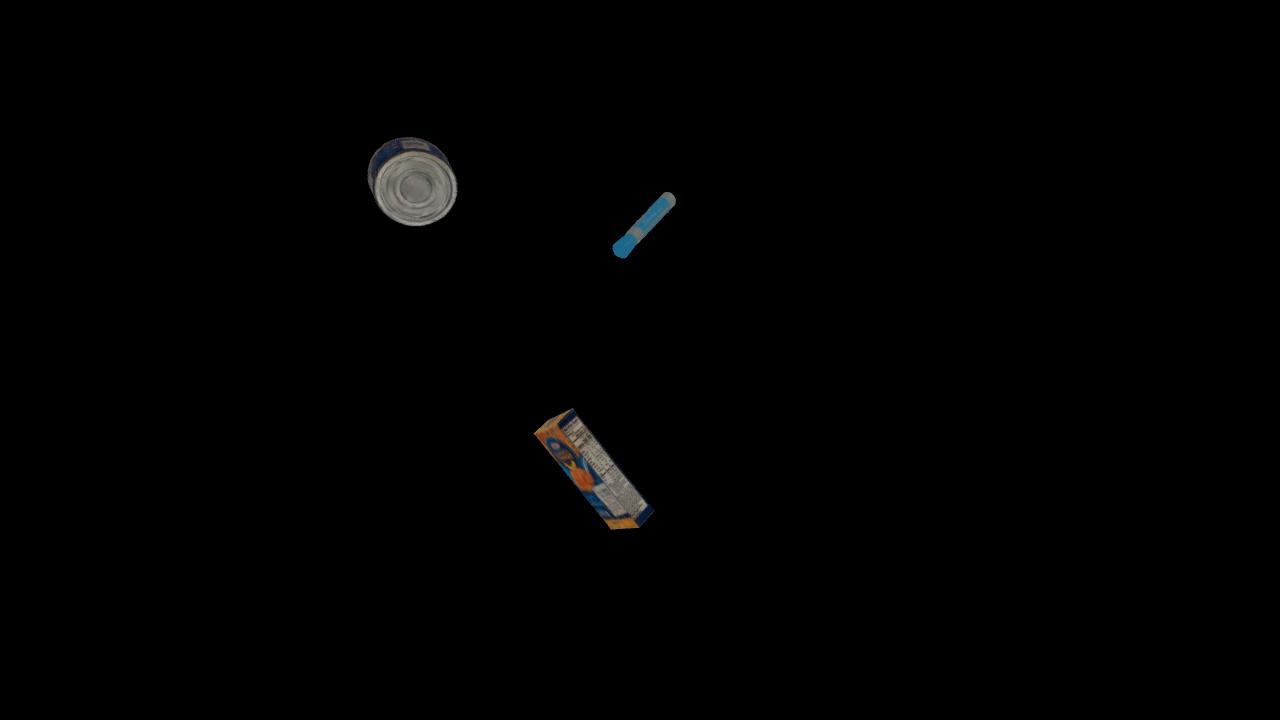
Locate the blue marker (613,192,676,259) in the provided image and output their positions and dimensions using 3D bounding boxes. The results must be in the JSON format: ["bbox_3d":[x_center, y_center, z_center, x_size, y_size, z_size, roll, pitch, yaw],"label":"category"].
[{"bbox_3d":[0.005,-0.147,0.670,0.020,0.020,0.121,0,39,37],"label":"blue marker"}]

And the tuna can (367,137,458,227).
[{"bbox_3d":[-0.231,-0.181,0.629,0.084,0.084,0.034,0,37,-34],"label":"tuna can"}]

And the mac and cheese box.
[{"bbox_3d":[-0.066,0.157,0.866,0.041,0.184,0.093,-42,8,-31],"label":"mac and cheese box"}]
